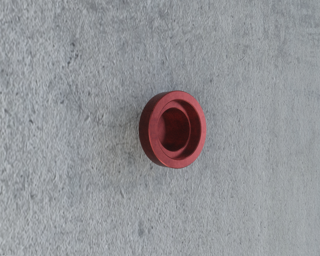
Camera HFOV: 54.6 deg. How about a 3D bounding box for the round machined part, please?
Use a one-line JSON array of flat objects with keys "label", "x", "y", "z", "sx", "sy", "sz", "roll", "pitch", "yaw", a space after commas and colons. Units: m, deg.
[{"label": "round machined part", "x": 0.012, "y": 0.002, "z": 0.402, "sx": 0.099, "sy": 0.042, "sz": 0.097, "roll": 0, "pitch": 90, "yaw": -40}]
